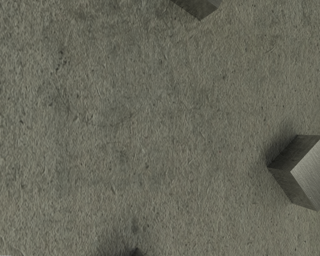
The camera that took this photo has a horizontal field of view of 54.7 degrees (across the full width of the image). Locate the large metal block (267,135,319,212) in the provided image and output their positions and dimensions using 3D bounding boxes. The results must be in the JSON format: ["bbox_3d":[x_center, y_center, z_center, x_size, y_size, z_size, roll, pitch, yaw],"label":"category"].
[{"bbox_3d":[0.229,0.067,0.480,0.080,0.050,0.080,-41,103,-15],"label":"large metal block"}]

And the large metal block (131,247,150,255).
[{"bbox_3d":[-0.022,0.205,0.372,0.050,0.080,0.080,41,77,-16],"label":"large metal block"}]

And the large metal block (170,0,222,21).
[{"bbox_3d":[0.049,-0.207,0.413,0.080,0.050,0.080,28,81,-18],"label":"large metal block"}]
